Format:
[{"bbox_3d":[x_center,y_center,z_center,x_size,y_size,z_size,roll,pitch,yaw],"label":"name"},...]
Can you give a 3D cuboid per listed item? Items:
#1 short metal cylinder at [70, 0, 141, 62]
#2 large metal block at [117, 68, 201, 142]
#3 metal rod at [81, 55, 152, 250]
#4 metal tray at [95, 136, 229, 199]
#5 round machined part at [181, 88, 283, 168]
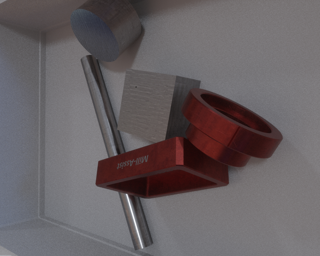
[{"bbox_3d":[-0.073,-0.138,0.421,0.080,0.050,0.080,28,150,18],"label":"short metal cylinder"},{"bbox_3d":[-0.003,-0.028,0.391,0.080,0.050,0.079,16,100,38],"label":"large metal block"},{"bbox_3d":[-0.069,0.026,0.460,0.025,0.025,0.299,-30,72,36],"label":"metal rod"},{"bbox_3d":[0.001,0.052,0.358,0.130,0.090,0.030,-19,58,38],"label":"metal tray"},{"bbox_3d":[0.064,0.002,0.305,0.098,0.099,0.042,39,114,32],"label":"round machined part"}]
